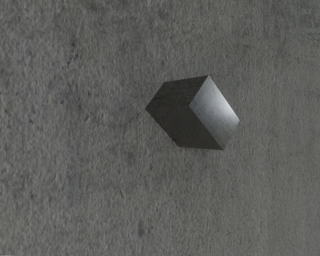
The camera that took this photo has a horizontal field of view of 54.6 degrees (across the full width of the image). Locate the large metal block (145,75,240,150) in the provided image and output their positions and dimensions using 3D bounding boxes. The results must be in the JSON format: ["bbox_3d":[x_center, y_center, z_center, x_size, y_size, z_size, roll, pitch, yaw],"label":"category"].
[{"bbox_3d":[0.042,-0.018,0.403,0.080,0.080,0.050,49,61,-29],"label":"large metal block"}]
